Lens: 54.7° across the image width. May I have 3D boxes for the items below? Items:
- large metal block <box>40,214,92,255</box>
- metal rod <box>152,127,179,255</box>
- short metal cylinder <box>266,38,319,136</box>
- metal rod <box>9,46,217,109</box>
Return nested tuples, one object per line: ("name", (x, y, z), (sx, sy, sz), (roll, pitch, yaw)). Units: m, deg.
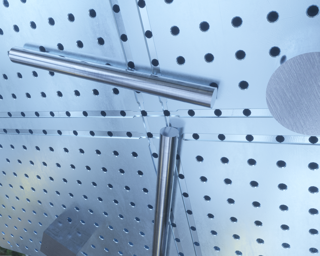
("large metal block", (-0.198, 0.242, 0.650), (0.080, 0.050, 0.079), (31, 128, 8))
("metal rod", (0.004, 0.129, 0.489), (0.025, 0.025, 0.298), (17, 125, 19))
("short metal cylinder", (0.146, -0.040, 0.294), (0.080, 0.050, 0.079), (13, 123, 21))
("metal rod", (-0.075, -0.071, 0.406), (0.301, 0.025, 0.025), (15, 125, 19))
